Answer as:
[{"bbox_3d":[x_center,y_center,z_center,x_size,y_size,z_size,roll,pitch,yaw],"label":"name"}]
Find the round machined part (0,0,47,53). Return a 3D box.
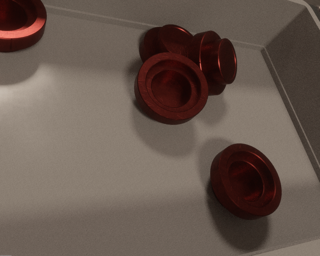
[{"bbox_3d":[-0.191,-0.130,0.372,0.099,0.042,0.098,14,56,-21],"label":"round machined part"}]

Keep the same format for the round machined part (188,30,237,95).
[{"bbox_3d":[0.085,-0.099,0.472,0.099,0.042,0.097,3,87,-54],"label":"round machined part"}]

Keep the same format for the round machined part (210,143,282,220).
[{"bbox_3d":[0.108,0.073,0.410,0.099,0.042,0.098,14,56,-21],"label":"round machined part"}]

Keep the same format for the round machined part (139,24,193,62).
[{"bbox_3d":[0.021,-0.122,0.482,0.099,0.042,0.098,14,56,-21],"label":"round machined part"}]

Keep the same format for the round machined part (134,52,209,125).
[{"bbox_3d":[0.013,-0.050,0.424,0.099,0.042,0.098,5,71,-16],"label":"round machined part"}]
